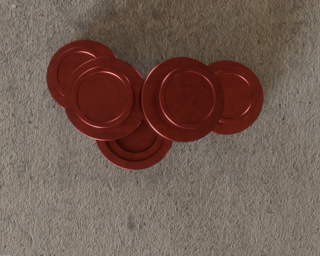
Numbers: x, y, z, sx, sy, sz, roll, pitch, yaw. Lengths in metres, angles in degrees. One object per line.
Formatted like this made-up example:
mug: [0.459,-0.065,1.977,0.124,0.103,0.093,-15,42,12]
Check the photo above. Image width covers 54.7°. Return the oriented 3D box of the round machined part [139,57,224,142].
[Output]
round machined part: [0.028,-0.033,0.351,0.099,0.042,0.097,0,89,-14]

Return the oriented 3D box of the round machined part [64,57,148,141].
round machined part: [-0.063,-0.034,0.359,0.099,0.042,0.097,0,90,-1]

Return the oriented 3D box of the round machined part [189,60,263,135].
round machined part: [0.086,-0.040,0.403,0.099,0.042,0.097,0,90,-1]

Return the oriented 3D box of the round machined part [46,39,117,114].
round machined part: [-0.098,-0.066,0.401,0.099,0.042,0.097,0,90,-1]

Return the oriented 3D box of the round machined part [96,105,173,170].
round machined part: [-0.031,0.003,0.402,0.099,0.042,0.097,0,90,-1]
